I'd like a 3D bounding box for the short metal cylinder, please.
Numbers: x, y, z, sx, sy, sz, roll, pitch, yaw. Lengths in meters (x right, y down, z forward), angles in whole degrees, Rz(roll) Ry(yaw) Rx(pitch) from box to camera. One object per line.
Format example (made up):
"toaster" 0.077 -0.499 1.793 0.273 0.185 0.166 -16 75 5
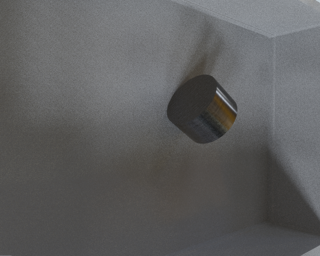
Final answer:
"short metal cylinder" 0.057 -0.025 0.420 0.050 0.080 0.080 40 66 -33
